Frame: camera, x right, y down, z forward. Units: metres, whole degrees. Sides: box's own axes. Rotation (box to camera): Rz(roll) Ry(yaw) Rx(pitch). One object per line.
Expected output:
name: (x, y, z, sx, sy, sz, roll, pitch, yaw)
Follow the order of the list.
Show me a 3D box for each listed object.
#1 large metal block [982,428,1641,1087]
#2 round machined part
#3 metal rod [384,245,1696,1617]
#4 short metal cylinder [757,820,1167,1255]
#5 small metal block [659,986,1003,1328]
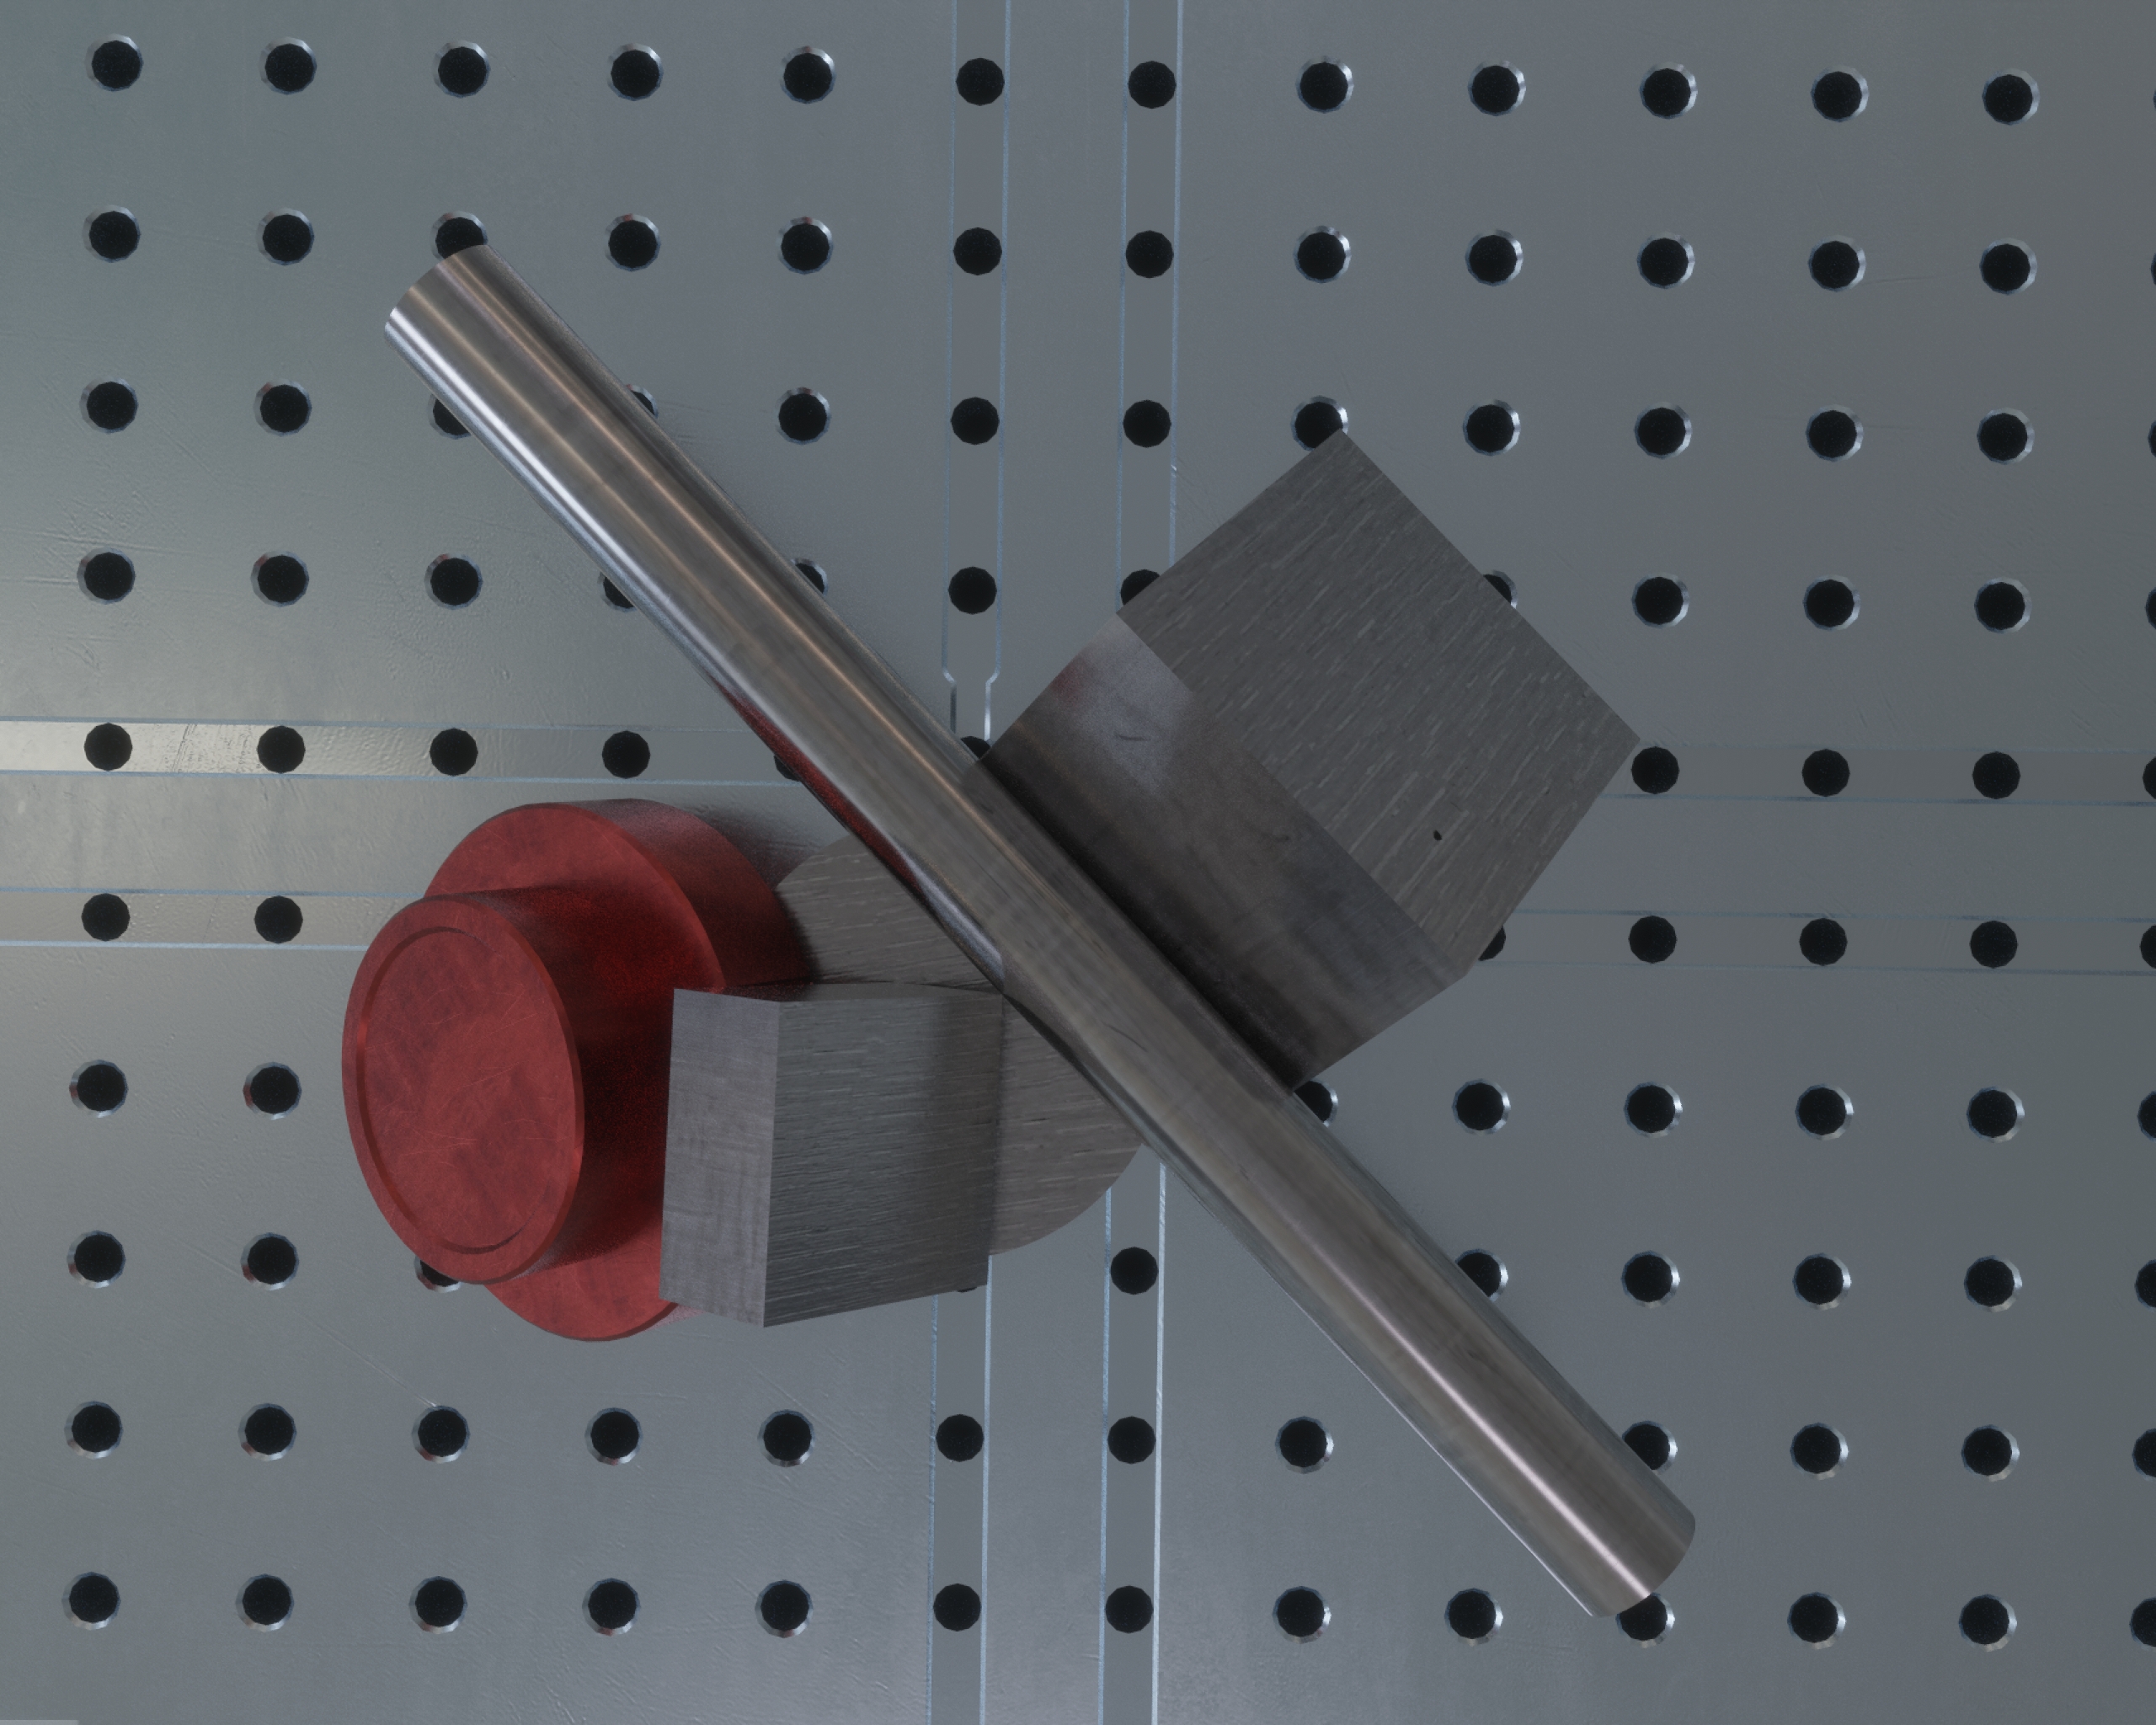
large metal block: (0.043, -0.020, 0.376, 0.080, 0.050, 0.080, 46, 47, 0)
round machined part: (-0.095, 0.038, 0.375, 0.098, 0.042, 0.097, 3, 95, 38)
metal rod: (-0.006, 0.012, 0.359, 0.025, 0.025, 0.300, -43, 90, 0)
short metal cylinder: (-0.024, 0.031, 0.397, 0.081, 0.050, 0.079, 0, 90, 0)
small metal block: (-0.040, 0.046, 0.345, 0.025, 0.050, 0.050, 3, 91, 40)
